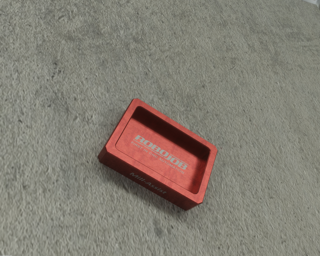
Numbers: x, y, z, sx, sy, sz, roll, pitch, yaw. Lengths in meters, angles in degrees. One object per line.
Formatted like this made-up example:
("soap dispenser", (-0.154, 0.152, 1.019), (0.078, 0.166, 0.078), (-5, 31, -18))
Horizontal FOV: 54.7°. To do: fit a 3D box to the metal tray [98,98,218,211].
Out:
("metal tray", (0.002, 0.032, 0.385), (0.130, 0.030, 0.090), (31, 51, -8))
